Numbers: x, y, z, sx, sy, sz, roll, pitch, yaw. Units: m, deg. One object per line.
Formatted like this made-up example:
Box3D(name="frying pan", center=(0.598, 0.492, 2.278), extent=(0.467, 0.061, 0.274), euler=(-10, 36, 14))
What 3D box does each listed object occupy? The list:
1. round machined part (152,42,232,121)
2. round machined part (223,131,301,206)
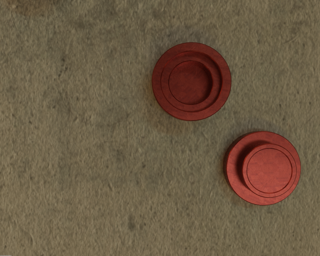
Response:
Box3D(name="round machined part", center=(0.039, -0.057, 0.402), extent=(0.099, 0.042, 0.097), euler=(0, 90, -1))
Box3D(name="round machined part", center=(0.136, 0.053, 0.403), extent=(0.099, 0.042, 0.097), euler=(0, 90, -1))
